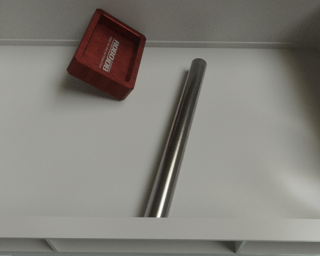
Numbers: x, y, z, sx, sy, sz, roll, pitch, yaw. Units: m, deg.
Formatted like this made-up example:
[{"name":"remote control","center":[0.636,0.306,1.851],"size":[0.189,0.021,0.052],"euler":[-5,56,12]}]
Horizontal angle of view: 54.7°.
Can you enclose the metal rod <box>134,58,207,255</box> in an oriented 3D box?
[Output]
[{"name":"metal rod","center":[0.024,0.011,0.396],"size":[0.025,0.025,0.300],"euler":[12,51,9]}]

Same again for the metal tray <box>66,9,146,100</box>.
[{"name":"metal tray","center":[-0.075,-0.113,0.466],"size":[0.090,0.030,0.130],"euler":[27,48,-21]}]

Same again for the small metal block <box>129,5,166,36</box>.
[{"name":"small metal block","center":[-0.023,-0.199,0.575],"size":[0.050,0.025,0.050],"euler":[-24,54,-19]}]
